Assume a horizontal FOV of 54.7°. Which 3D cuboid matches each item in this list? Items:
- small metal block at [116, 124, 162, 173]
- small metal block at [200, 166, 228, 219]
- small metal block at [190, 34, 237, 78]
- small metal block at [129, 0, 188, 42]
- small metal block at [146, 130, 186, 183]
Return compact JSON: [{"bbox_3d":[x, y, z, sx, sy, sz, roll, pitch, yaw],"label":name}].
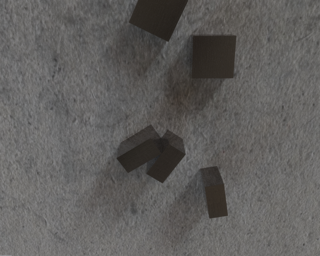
[{"bbox_3d":[-0.026,0.026,0.406,0.050,0.050,0.025,-31,107,10],"label":"small metal block"},{"bbox_3d":[0.074,0.088,0.430,0.025,0.050,0.050,-10,110,3],"label":"small metal block"},{"bbox_3d":[0.064,-0.088,0.378,0.050,0.025,0.050,0,110,-1],"label":"small metal block"},{"bbox_3d":[-0.002,-0.135,0.360,0.050,0.025,0.050,24,108,-9],"label":"small metal block"},{"bbox_3d":[0.007,0.037,0.410,0.025,0.050,0.050,33,107,-12],"label":"small metal block"}]
